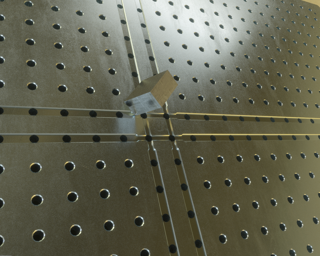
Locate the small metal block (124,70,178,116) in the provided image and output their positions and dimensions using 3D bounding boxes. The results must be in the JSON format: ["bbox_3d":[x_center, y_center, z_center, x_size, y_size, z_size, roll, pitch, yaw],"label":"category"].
[{"bbox_3d":[-0.012,-0.046,0.410,0.025,0.050,0.050,53,47,-22],"label":"small metal block"}]
